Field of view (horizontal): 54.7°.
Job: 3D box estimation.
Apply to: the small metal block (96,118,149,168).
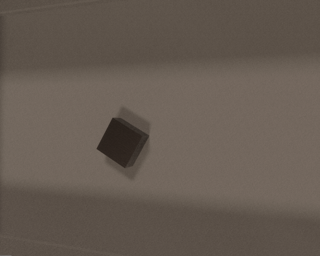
[{"bbox_3d":[-0.051,0.020,0.427,0.050,0.025,0.050,32,100,17],"label":"small metal block"}]
